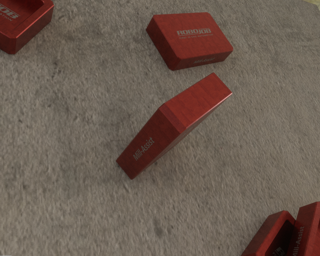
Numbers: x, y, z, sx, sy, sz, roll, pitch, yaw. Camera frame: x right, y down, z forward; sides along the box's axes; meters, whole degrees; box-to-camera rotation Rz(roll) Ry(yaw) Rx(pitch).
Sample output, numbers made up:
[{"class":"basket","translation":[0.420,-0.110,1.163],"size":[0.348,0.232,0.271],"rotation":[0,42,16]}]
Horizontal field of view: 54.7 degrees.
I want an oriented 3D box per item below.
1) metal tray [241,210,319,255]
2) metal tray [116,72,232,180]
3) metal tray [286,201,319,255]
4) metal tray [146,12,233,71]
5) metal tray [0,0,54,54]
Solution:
[{"class":"metal tray","translation":[0.172,0.181,0.384],"size":[0.091,0.030,0.130],"rotation":[-35,81,-39]},{"class":"metal tray","translation":[0.012,0.001,0.343],"size":[0.091,0.129,0.030],"rotation":[-35,82,-39]},{"class":"metal tray","translation":[0.199,0.165,0.369],"size":[0.090,0.030,0.131],"rotation":[40,51,-1]},{"class":"metal tray","translation":[0.052,-0.149,0.522],"size":[0.131,0.030,0.090],"rotation":[-18,71,-35]},{"class":"metal tray","translation":[-0.213,-0.159,0.382],"size":[0.130,0.030,0.090],"rotation":[31,51,-9]}]
